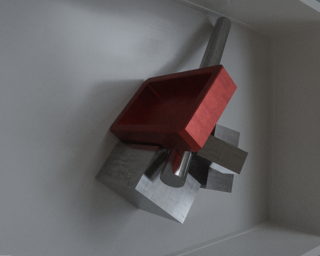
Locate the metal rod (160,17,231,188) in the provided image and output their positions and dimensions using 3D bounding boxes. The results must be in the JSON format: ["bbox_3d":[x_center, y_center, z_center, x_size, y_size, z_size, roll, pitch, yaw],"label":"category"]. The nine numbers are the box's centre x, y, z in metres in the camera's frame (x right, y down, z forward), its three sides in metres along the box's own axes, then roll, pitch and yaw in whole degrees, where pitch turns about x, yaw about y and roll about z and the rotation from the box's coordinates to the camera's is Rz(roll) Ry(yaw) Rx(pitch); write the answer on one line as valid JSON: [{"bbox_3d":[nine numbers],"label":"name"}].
[{"bbox_3d":[0.056,-0.057,0.395,0.025,0.025,0.300,49,44,-29],"label":"metal rod"}]

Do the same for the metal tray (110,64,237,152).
[{"bbox_3d":[0.010,-0.021,0.346,0.030,0.130,0.090,48,63,-29],"label":"metal tray"}]

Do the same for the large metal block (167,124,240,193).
[{"bbox_3d":[0.054,0.039,0.418,0.050,0.080,0.080,18,79,-39],"label":"large metal block"}]

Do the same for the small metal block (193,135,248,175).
[{"bbox_3d":[0.062,0.029,0.346,0.050,0.050,0.025,26,80,-5],"label":"small metal block"}]

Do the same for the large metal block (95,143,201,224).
[{"bbox_3d":[-0.014,0.062,0.361,0.080,0.080,0.050,44,63,-32],"label":"large metal block"}]
